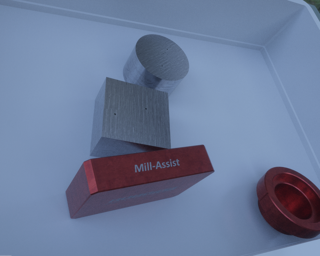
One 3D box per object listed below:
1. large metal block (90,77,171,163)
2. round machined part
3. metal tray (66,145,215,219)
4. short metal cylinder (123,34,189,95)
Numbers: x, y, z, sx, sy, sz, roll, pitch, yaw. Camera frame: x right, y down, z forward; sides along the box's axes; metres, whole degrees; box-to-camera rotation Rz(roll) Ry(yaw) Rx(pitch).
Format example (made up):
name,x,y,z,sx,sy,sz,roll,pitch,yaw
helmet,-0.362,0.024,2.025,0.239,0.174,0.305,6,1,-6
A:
name,x,y,z,sx,sy,sz,roll,pitch,yaw
large metal block,-0.036,-0.006,0.375,0.081,0.050,0.080,12,57,-22
round machined part,0.173,0.103,0.417,0.099,0.042,0.098,16,40,-13
metal tray,-0.021,0.055,0.319,0.131,0.090,0.030,-5,65,-31
short metal cylinder,-0.006,-0.085,0.440,0.081,0.050,0.080,14,56,-21
